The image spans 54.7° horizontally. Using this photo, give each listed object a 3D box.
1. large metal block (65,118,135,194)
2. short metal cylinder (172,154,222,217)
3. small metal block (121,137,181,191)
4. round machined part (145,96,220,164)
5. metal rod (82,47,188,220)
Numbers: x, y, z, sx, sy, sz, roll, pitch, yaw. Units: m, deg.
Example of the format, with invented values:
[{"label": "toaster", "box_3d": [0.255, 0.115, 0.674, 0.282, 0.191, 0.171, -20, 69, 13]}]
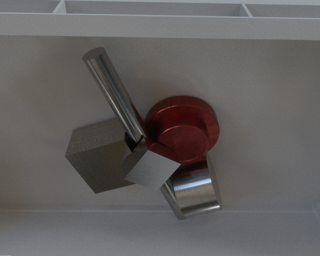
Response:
[{"label": "large metal block", "box_3d": [-0.066, 0.037, 0.418, 0.080, 0.050, 0.080, -16, 129, 12]}, {"label": "short metal cylinder", "box_3d": [0.053, 0.082, 0.442, 0.050, 0.080, 0.080, -16, 129, 13]}, {"label": "small metal block", "box_3d": [-0.011, 0.045, 0.382, 0.050, 0.025, 0.050, 26, 114, -30]}, {"label": "round machined part", "box_3d": [0.028, 0.010, 0.404, 0.099, 0.042, 0.097, -1, 130, 0]}, {"label": "metal rod", "box_3d": [-0.015, 0.031, 0.405, 0.025, 0.025, 0.299, -16, 129, 13]}]
